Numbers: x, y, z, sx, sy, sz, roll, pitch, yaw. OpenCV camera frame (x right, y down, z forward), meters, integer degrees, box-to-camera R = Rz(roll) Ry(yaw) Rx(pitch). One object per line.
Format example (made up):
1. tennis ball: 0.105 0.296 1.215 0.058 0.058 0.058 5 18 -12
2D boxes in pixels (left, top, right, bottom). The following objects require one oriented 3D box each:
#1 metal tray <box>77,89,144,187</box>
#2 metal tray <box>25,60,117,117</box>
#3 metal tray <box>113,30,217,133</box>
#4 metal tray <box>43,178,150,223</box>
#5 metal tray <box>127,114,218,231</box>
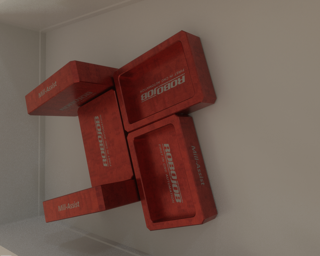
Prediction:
1. metal tray: -0.073 0.018 0.458 0.090 0.030 0.129 -22 76 37
2. metal tray: -0.127 -0.053 0.461 0.130 0.091 0.030 -23 76 37
3. metal tray: 0.000 -0.054 0.399 0.130 0.030 0.090 -22 77 37
4. metal tray: -0.089 0.100 0.431 0.130 0.091 0.030 -22 77 37
5. metal tray: 0.011 0.057 0.390 0.090 0.030 0.129 -22 76 37
